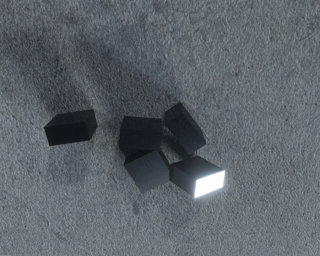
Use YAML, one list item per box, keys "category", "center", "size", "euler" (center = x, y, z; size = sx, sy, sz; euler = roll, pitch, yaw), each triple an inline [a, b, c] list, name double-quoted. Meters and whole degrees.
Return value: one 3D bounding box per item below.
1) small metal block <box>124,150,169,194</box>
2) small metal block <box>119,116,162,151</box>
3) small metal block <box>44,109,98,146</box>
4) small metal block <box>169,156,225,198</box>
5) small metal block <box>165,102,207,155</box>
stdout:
- category: "small metal block"
  center: [-0.015, 0.055, 0.430]
  size: [0.050, 0.025, 0.050]
  euler: [-26, 108, 9]
- category: "small metal block"
  center: [-0.024, 0.006, 0.398]
  size: [0.050, 0.050, 0.025]
  euler: [4, 110, -2]
- category: "small metal block"
  center: [-0.112, -0.002, 0.395]
  size: [0.050, 0.050, 0.025]
  euler: [-8, 110, 3]
- category: "small metal block"
  center: [0.048, 0.063, 0.409]
  size: [0.050, 0.050, 0.025]
  euler: [-11, 115, -36]
- category: "small metal block"
  center: [0.032, -0.001, 0.396]
  size: [0.025, 0.050, 0.050]
  euler: [-35, 107, 12]
